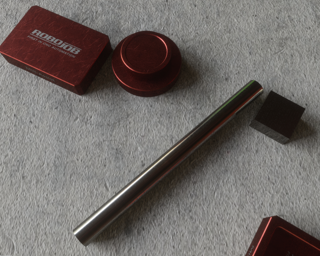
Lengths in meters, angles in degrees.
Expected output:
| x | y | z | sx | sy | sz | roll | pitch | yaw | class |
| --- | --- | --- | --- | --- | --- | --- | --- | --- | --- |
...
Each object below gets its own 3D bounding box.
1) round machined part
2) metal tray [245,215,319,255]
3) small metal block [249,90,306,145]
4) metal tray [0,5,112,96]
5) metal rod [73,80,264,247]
| x | y | z | sx | sy | sz | roll | pitch | yaw | class |
| --- | --- | --- | --- | --- | --- | --- | --- | --- | --- |
| -0.019 | -0.096 | 0.434 | 0.099 | 0.042 | 0.098 | 0 | 70 | -1 | round machined part |
| 0.134 | 0.176 | 0.342 | 0.090 | 0.030 | 0.130 | 30 | 72 | 10 | metal tray |
| 0.157 | -0.014 | 0.415 | 0.050 | 0.025 | 0.050 | 31 | 73 | 10 | small metal block |
| -0.147 | -0.113 | 0.445 | 0.130 | 0.030 | 0.090 | 25 | 72 | 8 | metal tray |
| 0.020 | 0.036 | 0.395 | 0.301 | 0.025 | 0.025 | -39 | 75 | -14 | metal rod |
